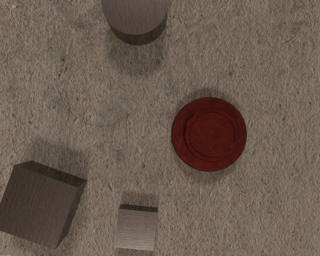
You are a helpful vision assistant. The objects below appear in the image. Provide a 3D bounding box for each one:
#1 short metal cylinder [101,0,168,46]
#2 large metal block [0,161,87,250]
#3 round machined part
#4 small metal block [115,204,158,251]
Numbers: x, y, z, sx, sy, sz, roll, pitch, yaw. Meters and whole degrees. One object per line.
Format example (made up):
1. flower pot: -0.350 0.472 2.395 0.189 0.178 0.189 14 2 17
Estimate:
1. short metal cylinder: -0.030 -0.152 0.397 0.081 0.050 0.079 0 90 -1
2. large metal block: -0.150 0.095 0.396 0.080 0.050 0.080 20 90 -1
3. round machined part: 0.065 0.008 0.402 0.099 0.042 0.097 0 90 -1
4. small metal block: -0.031 0.131 0.410 0.050 0.025 0.050 6 90 -1
